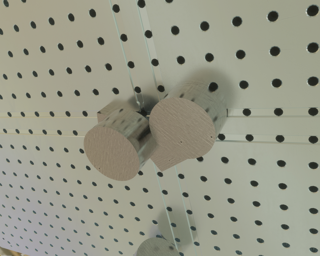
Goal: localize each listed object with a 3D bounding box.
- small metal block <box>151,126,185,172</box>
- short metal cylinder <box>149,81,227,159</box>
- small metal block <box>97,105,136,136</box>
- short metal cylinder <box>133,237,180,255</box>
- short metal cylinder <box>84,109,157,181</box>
[{"bbox_3d":[0.008,0.026,0.423,0.050,0.025,0.050,-33,100,38],"label":"small metal block"},{"bbox_3d":[0.034,-0.010,0.371,0.080,0.050,0.079,13,124,21],"label":"short metal cylinder"},{"bbox_3d":[-0.059,0.000,0.442,0.050,0.025,0.050,13,124,20],"label":"small metal block"},{"bbox_3d":[-0.009,0.236,0.527,0.080,0.080,0.050,32,129,7],"label":"short metal cylinder"},{"bbox_3d":[-0.050,0.022,0.403,0.080,0.050,0.079,13,124,21],"label":"short metal cylinder"}]
